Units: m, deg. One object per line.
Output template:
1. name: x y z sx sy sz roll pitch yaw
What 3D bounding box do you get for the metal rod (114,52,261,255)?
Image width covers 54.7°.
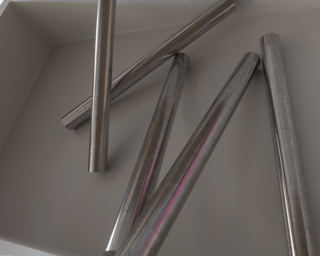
1. metal rod: 0.047 0.005 0.302 0.025 0.025 0.301 7 41 31

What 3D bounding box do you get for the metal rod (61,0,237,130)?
1. metal rod: -0.024 -0.089 0.453 0.300 0.025 0.025 -34 51 12

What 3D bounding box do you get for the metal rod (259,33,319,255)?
1. metal rod: 0.132 0.016 0.326 0.025 0.025 0.299 -10 57 23

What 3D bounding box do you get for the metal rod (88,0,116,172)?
1. metal rod: -0.077 -0.091 0.420 0.025 0.025 0.298 2 88 29

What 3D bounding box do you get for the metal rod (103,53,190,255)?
1. metal rod: 0.001 0.000 0.341 0.025 0.025 0.301 -9 38 23
